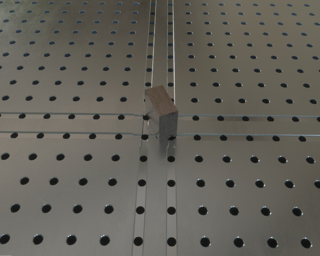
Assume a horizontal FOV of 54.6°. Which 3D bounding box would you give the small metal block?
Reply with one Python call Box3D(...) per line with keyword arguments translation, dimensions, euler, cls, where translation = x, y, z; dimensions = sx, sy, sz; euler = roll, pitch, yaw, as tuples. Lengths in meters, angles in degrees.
Box3D(translation=(0.001, -0.019, 0.408), dimensions=(0.025, 0.050, 0.050), euler=(-18, 53, -14), cls="small metal block")
